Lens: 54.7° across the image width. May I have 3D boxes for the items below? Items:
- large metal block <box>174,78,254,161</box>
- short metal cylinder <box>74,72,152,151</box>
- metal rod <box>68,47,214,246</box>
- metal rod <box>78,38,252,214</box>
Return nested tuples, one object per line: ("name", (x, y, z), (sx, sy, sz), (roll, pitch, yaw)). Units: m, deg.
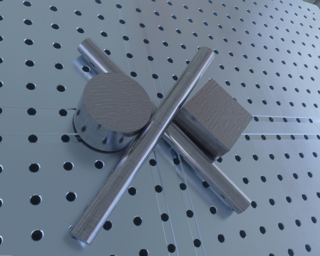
("large metal block", (0.069, -0.010, 0.430), (0.080, 0.050, 0.080), (44, 51, 2))
("short metal cylinder", (-0.057, -0.019, 0.368), (0.081, 0.050, 0.080), (14, 56, -21))
("metal rod", (-0.005, -0.001, 0.374), (0.025, 0.025, 0.301), (37, 59, -4))
("metal rod", (0.004, -0.005, 0.408), (0.300, 0.025, 0.025), (46, 51, 3))
